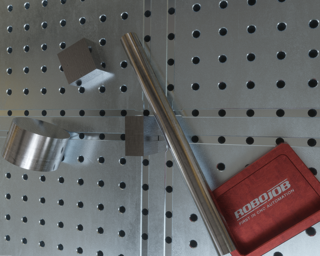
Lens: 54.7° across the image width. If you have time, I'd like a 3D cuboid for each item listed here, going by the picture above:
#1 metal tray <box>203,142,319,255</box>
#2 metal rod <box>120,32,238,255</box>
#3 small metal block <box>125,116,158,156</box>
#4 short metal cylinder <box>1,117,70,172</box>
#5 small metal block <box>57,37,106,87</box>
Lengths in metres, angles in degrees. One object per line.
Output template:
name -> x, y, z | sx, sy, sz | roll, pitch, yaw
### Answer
metal tray -> 0.122, 0.089, 0.366 | 0.130, 0.030, 0.090 | -39, 78, 15
metal rod -> 0.016, 0.007, 0.386 | 0.025, 0.025, 0.299 | -30, 73, 17
small metal block -> -0.023, 0.010, 0.407 | 0.025, 0.050, 0.050 | -1, 90, 20
short metal cylinder -> -0.177, 0.022, 0.446 | 0.080, 0.080, 0.050 | 24, 98, 18
small metal block -> -0.115, -0.095, 0.453 | 0.050, 0.025, 0.050 | -25, 82, 18
